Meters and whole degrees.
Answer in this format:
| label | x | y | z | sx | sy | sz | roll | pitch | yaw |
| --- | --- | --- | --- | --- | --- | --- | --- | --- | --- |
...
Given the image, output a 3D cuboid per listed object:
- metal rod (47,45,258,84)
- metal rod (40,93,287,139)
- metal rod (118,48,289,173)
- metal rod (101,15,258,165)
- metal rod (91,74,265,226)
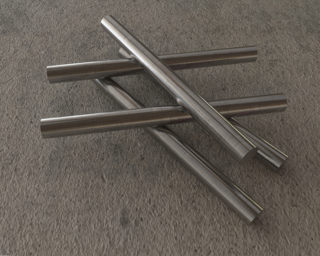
| label | x | y | z | sx | sy | sz | roll | pitch | yaw |
| --- | --- | --- | --- | --- | --- | --- | --- | --- | --- |
| metal rod | -0.006 | -0.093 | 0.451 | 0.302 | 0.025 | 0.025 | -7 | 51 | -7 |
| metal rod | 0.010 | -0.016 | 0.387 | 0.302 | 0.025 | 0.025 | -7 | 51 | -6 |
| metal rod | 0.044 | -0.041 | 0.439 | 0.025 | 0.025 | 0.300 | -35 | 59 | -26 |
| metal rod | 0.006 | -0.066 | 0.396 | 0.025 | 0.025 | 0.300 | -28 | 56 | -22 |
| metal rod | 0.003 | 0.007 | 0.398 | 0.025 | 0.025 | 0.300 | -34 | 58 | -25 |
